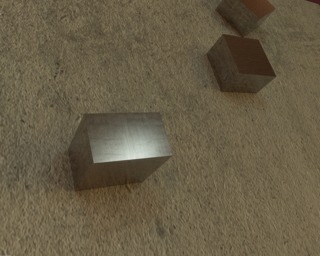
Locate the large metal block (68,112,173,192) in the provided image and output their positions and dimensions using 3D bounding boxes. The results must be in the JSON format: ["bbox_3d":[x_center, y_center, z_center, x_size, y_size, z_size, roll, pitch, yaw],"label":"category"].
[{"bbox_3d":[-0.045,0.025,0.328,0.081,0.080,0.050,-3,63,-30],"label":"large metal block"}]

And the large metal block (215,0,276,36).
[{"bbox_3d":[0.174,-0.241,0.628,0.080,0.050,0.080,47,51,5],"label":"large metal block"}]

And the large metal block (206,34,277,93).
[{"bbox_3d":[0.137,-0.107,0.527,0.081,0.050,0.080,-1,62,-29],"label":"large metal block"}]
